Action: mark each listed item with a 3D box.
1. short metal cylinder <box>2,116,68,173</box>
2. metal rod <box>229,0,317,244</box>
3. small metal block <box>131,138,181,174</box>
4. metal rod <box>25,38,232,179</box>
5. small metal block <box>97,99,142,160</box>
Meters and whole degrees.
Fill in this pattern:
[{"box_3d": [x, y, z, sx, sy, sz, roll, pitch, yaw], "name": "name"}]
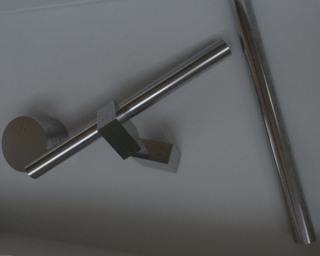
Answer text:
[{"box_3d": [-0.184, 0.023, 0.460, 0.080, 0.050, 0.079, 0, 90, 19], "name": "short metal cylinder"}, {"box_3d": [0.130, -0.017, 0.364, 0.025, 0.025, 0.298, -15, 85, 19], "name": "metal rod"}, {"box_3d": [-0.005, 0.035, 0.395, 0.050, 0.050, 0.025, 10, 72, 19], "name": "small metal block"}, {"box_3d": [-0.045, -0.021, 0.399, 0.300, 0.025, 0.025, -32, 80, 6], "name": "metal rod"}, {"box_3d": [-0.049, 0.001, 0.366, 0.025, 0.050, 0.050, -33, 121, 7], "name": "small metal block"}]
